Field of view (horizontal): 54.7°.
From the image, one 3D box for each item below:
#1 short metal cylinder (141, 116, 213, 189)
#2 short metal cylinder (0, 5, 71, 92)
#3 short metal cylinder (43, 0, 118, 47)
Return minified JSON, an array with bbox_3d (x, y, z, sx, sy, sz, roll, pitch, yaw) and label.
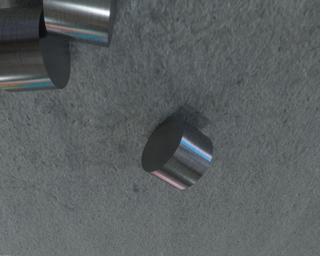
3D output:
[{"bbox_3d":[0.021,0.032,0.398,0.050,0.080,0.080,34,122,-26],"label":"short metal cylinder"},{"bbox_3d":[-0.126,-0.077,0.304,0.050,0.080,0.079,-4,130,3],"label":"short metal cylinder"},{"bbox_3d":[-0.065,-0.115,0.272,0.050,0.080,0.079,8,130,-7],"label":"short metal cylinder"}]
